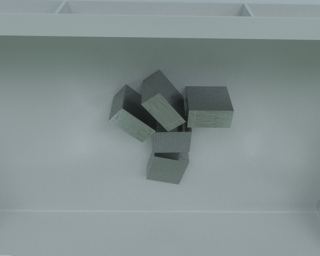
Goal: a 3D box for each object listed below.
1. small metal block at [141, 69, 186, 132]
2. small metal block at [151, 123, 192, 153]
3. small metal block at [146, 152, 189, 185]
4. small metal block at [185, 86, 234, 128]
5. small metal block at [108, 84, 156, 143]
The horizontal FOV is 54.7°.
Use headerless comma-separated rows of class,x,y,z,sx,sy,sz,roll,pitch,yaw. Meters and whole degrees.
small metal block,0.005,-0.033,0.365,0.025,0.050,0.050,-30,124,23
small metal block,0.014,0.009,0.409,0.050,0.025,0.050,-1,145,0
small metal block,0.010,0.054,0.455,0.050,0.025,0.050,11,129,-10
small metal block,0.057,-0.026,0.371,0.050,0.050,0.025,1,130,-1
small metal block,-0.032,-0.018,0.377,0.050,0.050,0.025,35,122,-26
